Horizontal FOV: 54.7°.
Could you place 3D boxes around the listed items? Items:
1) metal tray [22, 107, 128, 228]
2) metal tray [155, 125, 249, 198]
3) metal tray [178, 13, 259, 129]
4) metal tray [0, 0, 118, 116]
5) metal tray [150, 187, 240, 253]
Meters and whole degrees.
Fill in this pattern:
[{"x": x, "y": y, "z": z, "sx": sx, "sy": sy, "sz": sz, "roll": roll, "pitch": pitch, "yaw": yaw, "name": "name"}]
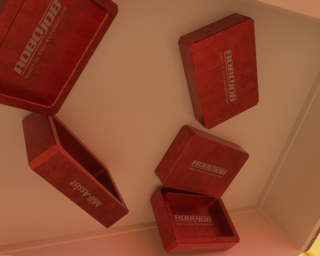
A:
[{"x": -0.092, "y": 0.044, "z": 0.344, "sx": 0.030, "sy": 0.090, "sz": 0.130, "roll": -37, "pitch": 130, "yaw": -3, "name": "metal tray"}, {"x": 0.068, "y": 0.056, "z": 0.479, "sx": 0.131, "sy": 0.030, "sz": 0.090, "roll": 20, "pitch": 108, "yaw": -36, "name": "metal tray"}, {"x": 0.082, "y": -0.071, "z": 0.408, "sx": 0.091, "sy": 0.030, "sz": 0.129, "roll": -27, "pitch": 128, "yaw": -12, "name": "metal tray"}, {"x": -0.108, "y": -0.079, "z": 0.281, "sx": 0.090, "sy": 0.030, "sz": 0.129, "roll": 18, "pitch": 111, "yaw": -53, "name": "metal tray"}, {"x": 0.055, "y": 0.143, "z": 0.484, "sx": 0.131, "sy": 0.090, "sz": 0.030, "roll": 13, "pitch": 130, "yaw": -34, "name": "metal tray"}]
